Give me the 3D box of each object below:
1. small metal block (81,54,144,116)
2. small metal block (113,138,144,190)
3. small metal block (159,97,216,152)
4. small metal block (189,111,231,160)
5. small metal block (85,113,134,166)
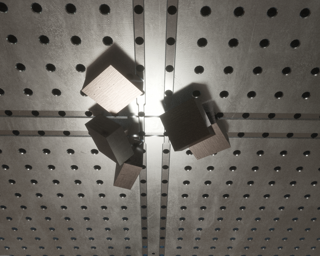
[{"bbox_3d":[-0.055,-0.050,0.368,0.050,0.025,0.050,-35,123,25],"label":"small metal block"},{"bbox_3d":[-0.044,0.050,0.437,0.025,0.050,0.050,17,128,-15],"label":"small metal block"},{"bbox_3d":[0.034,-0.004,0.390,0.050,0.050,0.025,-28,167,21],"label":"small metal block"},{"bbox_3d":[0.062,0.011,0.422,0.050,0.025,0.050,-24,127,18],"label":"small metal block"},{"bbox_3d":[-0.066,0.015,0.405,0.025,0.050,0.050,-40,133,-24],"label":"small metal block"}]
